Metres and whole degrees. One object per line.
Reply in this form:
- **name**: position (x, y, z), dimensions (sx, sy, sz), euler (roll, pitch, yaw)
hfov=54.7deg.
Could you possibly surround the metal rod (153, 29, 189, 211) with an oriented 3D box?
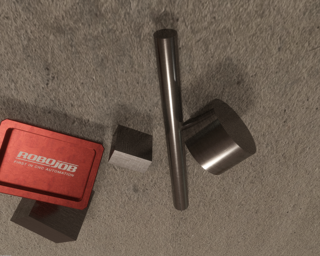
- **metal rod**: position (0.021, 0.014, 0.419), dimensions (0.025, 0.025, 0.298), euler (-5, 130, 3)

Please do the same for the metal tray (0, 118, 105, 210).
- **metal tray**: position (-0.149, 0.048, 0.407), dimensions (0.131, 0.030, 0.090), euler (17, 85, -14)

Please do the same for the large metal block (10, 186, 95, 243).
- **large metal block**: position (-0.155, 0.114, 0.459), dimensions (0.050, 0.080, 0.080), euler (-22, 129, 36)

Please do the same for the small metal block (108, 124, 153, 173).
- **small metal block**: position (-0.038, 0.027, 0.414), dimensions (0.050, 0.050, 0.025), euler (19, 127, -16)

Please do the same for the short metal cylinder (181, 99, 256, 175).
- **short metal cylinder**: position (0.072, 0.011, 0.381), dimensions (0.080, 0.080, 0.050), euler (36, 121, -27)
